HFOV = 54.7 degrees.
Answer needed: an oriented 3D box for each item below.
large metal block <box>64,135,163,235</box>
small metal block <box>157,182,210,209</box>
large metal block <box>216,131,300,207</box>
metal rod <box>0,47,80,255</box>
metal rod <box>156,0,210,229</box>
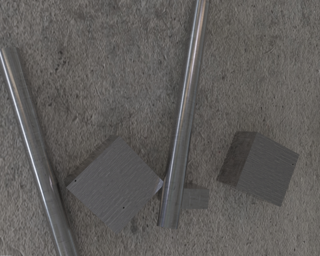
[{"bbox_3d":[-0.056,0.065,0.375,0.080,0.050,0.080,-45,104,-14],"label":"large metal block"},{"bbox_3d":[0.030,0.088,0.407,0.050,0.050,0.025,7,88,-20],"label":"small metal block"},{"bbox_3d":[0.141,0.058,0.448,0.080,0.050,0.080,26,81,-18],"label":"large metal block"},{"bbox_3d":[-0.133,0.057,0.360,0.025,0.025,0.298,-16,96,-19],"label":"metal rod"},{"bbox_3d":[0.033,-0.029,0.391,0.025,0.025,0.299,15,73,-20],"label":"metal rod"}]
